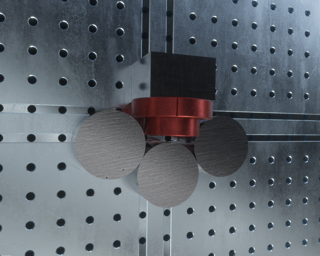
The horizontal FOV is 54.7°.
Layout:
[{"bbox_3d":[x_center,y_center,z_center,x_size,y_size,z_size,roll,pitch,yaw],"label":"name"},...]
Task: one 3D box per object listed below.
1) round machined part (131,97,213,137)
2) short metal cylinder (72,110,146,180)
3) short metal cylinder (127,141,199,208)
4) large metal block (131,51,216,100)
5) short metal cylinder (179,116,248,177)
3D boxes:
[{"bbox_3d":[0.014,-0.011,0.377,0.099,0.098,0.042,2,89,-20],"label":"round machined part"},{"bbox_3d":[-0.063,0.019,0.376,0.081,0.050,0.079,0,90,-20],"label":"short metal cylinder"},{"bbox_3d":[0.003,0.057,0.401,0.081,0.050,0.079,0,90,-20],"label":"short metal cylinder"},{"bbox_3d":[0.014,-0.058,0.388,0.081,0.080,0.050,1,90,-20],"label":"large metal block"},{"bbox_3d":[0.072,0.024,0.426,0.081,0.050,0.079,0,90,-20],"label":"short metal cylinder"}]
